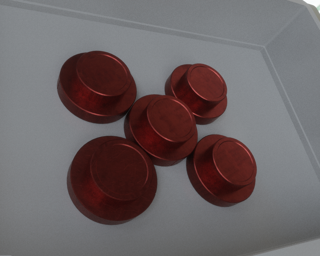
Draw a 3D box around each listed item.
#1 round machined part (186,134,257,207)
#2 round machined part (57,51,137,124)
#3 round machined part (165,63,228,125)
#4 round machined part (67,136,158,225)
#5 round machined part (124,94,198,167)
[{"bbox_3d":[0.088,0.051,0.411,0.099,0.042,0.098,14,56,-21],"label":"round machined part"},{"bbox_3d":[-0.075,-0.058,0.389,0.099,0.042,0.098,14,56,-21],"label":"round machined part"},{"bbox_3d":[0.060,-0.057,0.462,0.099,0.042,0.098,14,56,-21],"label":"round machined part"},{"bbox_3d":[-0.047,0.051,0.337,0.099,0.042,0.098,14,56,-21],"label":"round machined part"},{"bbox_3d":[0.007,-0.003,0.399,0.099,0.042,0.098,14,56,-21],"label":"round machined part"}]
